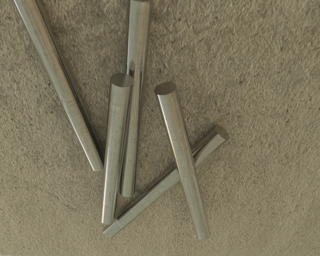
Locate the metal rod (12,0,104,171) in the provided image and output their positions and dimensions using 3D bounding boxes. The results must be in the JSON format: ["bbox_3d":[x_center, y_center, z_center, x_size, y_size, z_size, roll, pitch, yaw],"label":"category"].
[{"bbox_3d":[-0.114,-0.058,0.356,0.025,0.025,0.298,-8,130,6],"label":"metal rod"}]

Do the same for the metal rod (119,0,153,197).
[{"bbox_3d":[-0.036,-0.013,0.395,0.025,0.025,0.298,5,130,-4],"label":"metal rod"}]

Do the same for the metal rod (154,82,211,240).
[{"bbox_3d":[0.040,0.068,0.430,0.025,0.025,0.299,-10,130,8],"label":"metal rod"}]

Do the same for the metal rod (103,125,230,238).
[{"bbox_3d":[-0.005,0.098,0.490,0.025,0.025,0.299,29,124,-23],"label":"metal rod"}]

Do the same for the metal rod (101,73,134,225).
[{"bbox_3d":[-0.065,0.053,0.431,0.025,0.025,0.298,7,135,-6],"label":"metal rod"}]
